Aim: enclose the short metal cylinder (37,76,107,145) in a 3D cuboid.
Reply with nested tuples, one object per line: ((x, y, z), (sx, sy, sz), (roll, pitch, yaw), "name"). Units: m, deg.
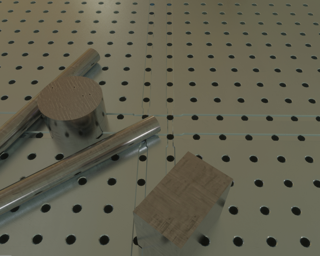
((-0.113, -0.024, 0.410), (0.081, 0.050, 0.080), (0, 50, 0), "short metal cylinder")

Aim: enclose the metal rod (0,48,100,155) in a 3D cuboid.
((-0.178, -0.018, 0.421), (0.025, 0.025, 0.301), (22, 53, 17), "metal rod")

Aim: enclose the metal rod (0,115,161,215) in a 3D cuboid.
((-0.131, 0.059, 0.356), (0.302, 0.025, 0.025), (-27, 55, -21), "metal rod")

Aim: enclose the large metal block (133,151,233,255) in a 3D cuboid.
((0.022, 0.084, 0.302), (0.050, 0.080, 0.080), (32, 57, 24), "large metal block")
